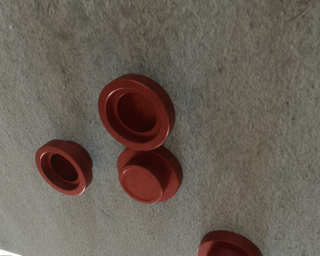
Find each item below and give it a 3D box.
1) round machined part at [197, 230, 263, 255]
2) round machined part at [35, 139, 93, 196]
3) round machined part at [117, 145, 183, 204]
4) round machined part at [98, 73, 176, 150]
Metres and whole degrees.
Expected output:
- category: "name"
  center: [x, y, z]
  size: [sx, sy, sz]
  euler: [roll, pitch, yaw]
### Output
- category: "round machined part"
  center: [0.103, 0.206, 0.469]
  size: [0.098, 0.042, 0.097]
  euler: [13, 124, 20]
- category: "round machined part"
  center: [-0.151, 0.060, 0.510]
  size: [0.098, 0.042, 0.097]
  euler: [13, 124, 20]
- category: "round machined part"
  center: [-0.020, 0.070, 0.448]
  size: [0.098, 0.042, 0.097]
  euler: [13, 124, 20]
- category: "round machined part"
  center: [-0.025, -0.023, 0.393]
  size: [0.098, 0.042, 0.097]
  euler: [13, 124, 20]
